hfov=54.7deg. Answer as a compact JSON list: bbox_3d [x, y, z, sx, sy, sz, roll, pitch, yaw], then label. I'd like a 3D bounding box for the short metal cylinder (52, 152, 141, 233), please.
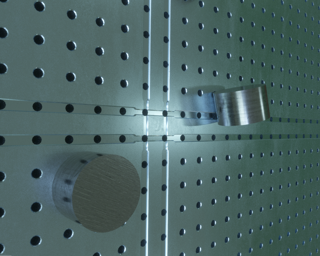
[{"bbox_3d":[-0.068,0.067,0.337,0.081,0.050,0.079,0,90,-40],"label":"short metal cylinder"}]

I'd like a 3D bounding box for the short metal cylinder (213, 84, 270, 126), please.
[{"bbox_3d":[0.127,-0.037,0.482,0.081,0.080,0.050,-18,102,-39],"label":"short metal cylinder"}]
